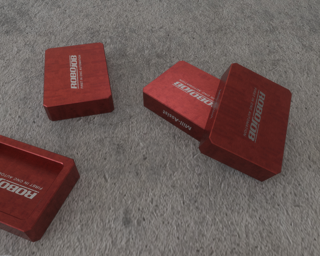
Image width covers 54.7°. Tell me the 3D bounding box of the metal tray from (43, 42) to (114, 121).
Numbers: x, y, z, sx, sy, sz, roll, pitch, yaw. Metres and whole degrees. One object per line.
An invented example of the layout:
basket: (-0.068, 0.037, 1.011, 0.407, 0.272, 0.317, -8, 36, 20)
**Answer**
metal tray: (-0.122, -0.073, 0.461, 0.091, 0.030, 0.130, -9, 51, -8)

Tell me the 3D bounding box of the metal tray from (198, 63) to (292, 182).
metal tray: (0.109, -0.011, 0.383, 0.090, 0.030, 0.130, 26, 58, -5)

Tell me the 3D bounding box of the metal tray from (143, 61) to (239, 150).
metal tray: (0.052, -0.037, 0.431, 0.130, 0.030, 0.090, 34, 57, 25)

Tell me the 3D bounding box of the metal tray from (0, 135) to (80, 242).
metal tray: (-0.170, 0.060, 0.347, 0.130, 0.030, 0.090, 16, 52, 13)
